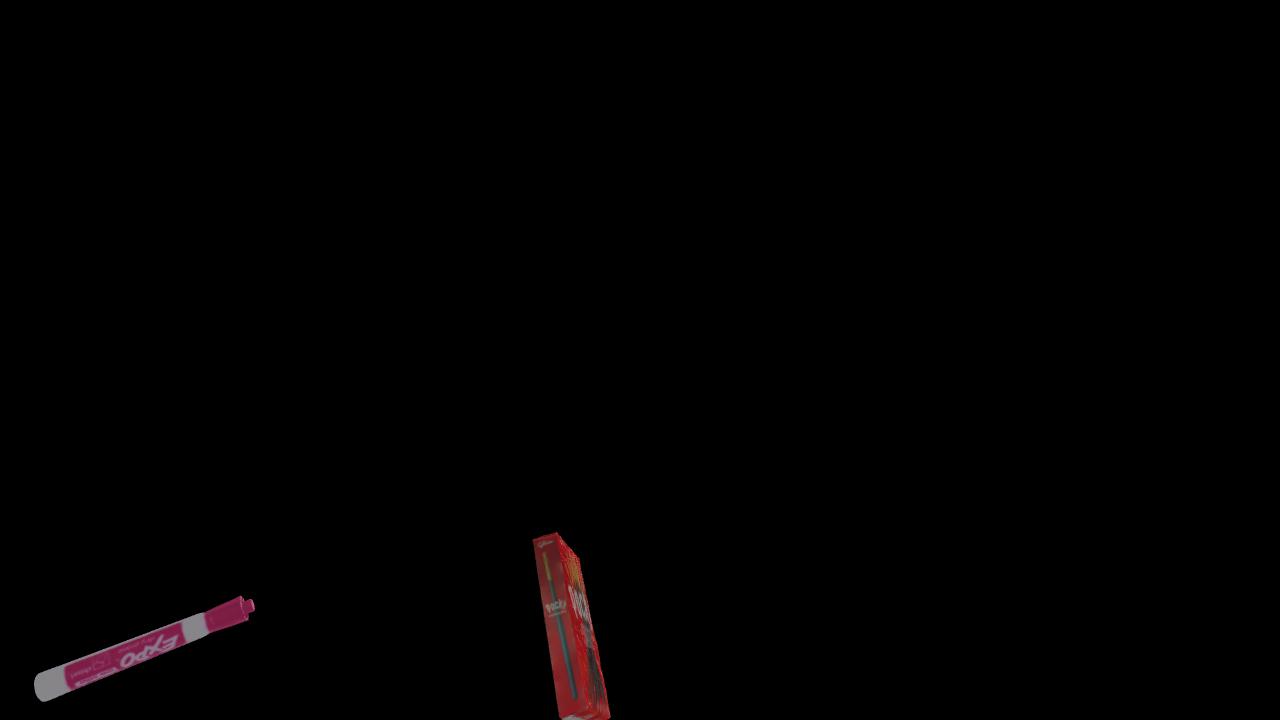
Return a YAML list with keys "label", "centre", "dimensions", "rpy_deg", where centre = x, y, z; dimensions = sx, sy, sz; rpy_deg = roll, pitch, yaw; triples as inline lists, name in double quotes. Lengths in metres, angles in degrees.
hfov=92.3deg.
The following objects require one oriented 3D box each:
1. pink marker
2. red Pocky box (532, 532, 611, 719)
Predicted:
- label: "pink marker"
  centre: [-0.335, 0.196, 0.424]
  dimensions: [0.121, 0.020, 0.020]
  rpy_deg: [-17, 8, -27]
- label: "red Pocky box"
  centre: [-0.064, 0.244, 0.564]
  dimensions: [0.028, 0.155, 0.083]
  rpy_deg: [-19, -36, 1]
